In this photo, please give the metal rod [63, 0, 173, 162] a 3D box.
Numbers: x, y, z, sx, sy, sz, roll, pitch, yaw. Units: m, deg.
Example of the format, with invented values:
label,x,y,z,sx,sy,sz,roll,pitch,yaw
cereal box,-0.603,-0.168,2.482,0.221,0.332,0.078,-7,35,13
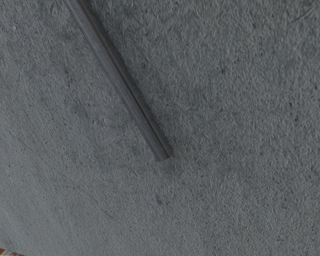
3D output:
label,x,y,z,sx,sy,sz,roll,pitch,yaw
metal rod,-0.064,-0.086,0.387,0.025,0.025,0.299,-18,109,35
